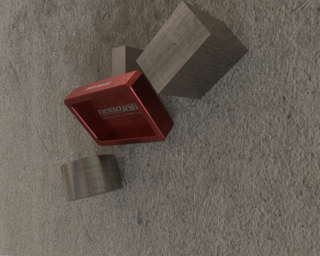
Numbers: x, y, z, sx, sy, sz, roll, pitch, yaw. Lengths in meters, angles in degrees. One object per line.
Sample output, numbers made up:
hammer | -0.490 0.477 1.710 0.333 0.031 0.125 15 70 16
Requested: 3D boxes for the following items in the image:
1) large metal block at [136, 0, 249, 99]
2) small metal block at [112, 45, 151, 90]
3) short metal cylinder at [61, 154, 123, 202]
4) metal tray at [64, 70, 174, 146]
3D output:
large metal block | 0.036 -0.079 0.340 0.080 0.081 0.050 -46 62 30
small metal block | -0.037 -0.080 0.419 0.025 0.050 0.050 0 90 40
short metal cylinder | -0.099 0.073 0.451 0.080 0.081 0.050 -23 76 38
metal tray | -0.057 -0.020 0.414 0.130 0.030 0.090 -7 128 39
